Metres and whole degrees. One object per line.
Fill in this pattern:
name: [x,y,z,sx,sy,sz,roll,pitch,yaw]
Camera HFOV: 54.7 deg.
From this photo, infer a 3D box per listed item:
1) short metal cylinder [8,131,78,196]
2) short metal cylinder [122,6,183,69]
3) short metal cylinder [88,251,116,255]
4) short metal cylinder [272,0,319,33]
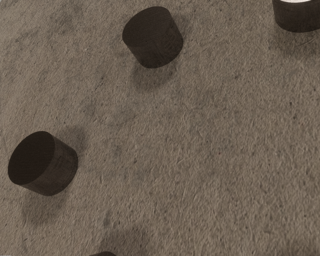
short metal cylinder: [-0.166,0.051,0.441,0.080,0.050,0.080,-13,56,20]
short metal cylinder: [-0.010,-0.139,0.477,0.080,0.050,0.080,-13,56,20]
short metal cylinder: [-0.069,0.167,0.301,0.050,0.080,0.080,-21,54,16]
short metal cylinder: [0.186,-0.169,0.394,0.080,0.050,0.080,-13,56,20]
